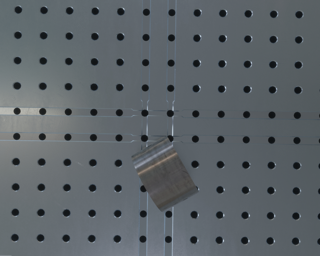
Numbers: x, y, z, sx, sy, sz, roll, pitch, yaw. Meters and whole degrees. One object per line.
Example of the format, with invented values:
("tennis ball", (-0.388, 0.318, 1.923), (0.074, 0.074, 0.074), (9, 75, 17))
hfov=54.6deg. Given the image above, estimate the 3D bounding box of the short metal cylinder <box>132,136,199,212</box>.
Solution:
("short metal cylinder", (0.007, 0.057, 0.386), (0.050, 0.080, 0.080), (-30, 90, 0))
